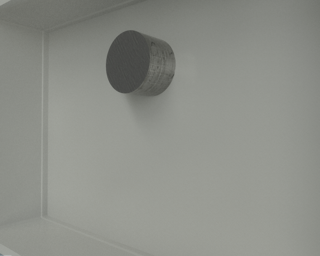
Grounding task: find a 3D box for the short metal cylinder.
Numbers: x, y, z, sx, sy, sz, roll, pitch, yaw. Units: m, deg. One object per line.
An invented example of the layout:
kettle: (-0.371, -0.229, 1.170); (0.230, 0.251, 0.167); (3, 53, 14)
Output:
short metal cylinder: (-0.026, -0.084, 0.413); (0.080, 0.050, 0.080); (0, 90, 40)
